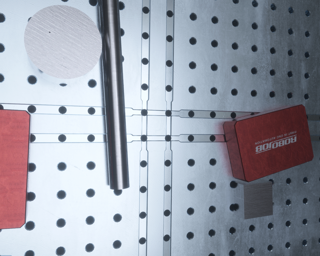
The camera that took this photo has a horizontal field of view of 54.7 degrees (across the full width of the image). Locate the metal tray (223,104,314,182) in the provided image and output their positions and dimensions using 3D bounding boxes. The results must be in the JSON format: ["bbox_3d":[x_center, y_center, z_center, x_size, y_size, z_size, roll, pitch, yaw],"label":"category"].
[{"bbox_3d":[0.167,0.020,0.471,0.131,0.030,0.089,-14,95,-20],"label":"metal tray"}]

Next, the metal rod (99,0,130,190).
[{"bbox_3d":[-0.059,-0.073,0.390,0.025,0.025,0.298,-4,91,-20],"label":"metal rod"}]

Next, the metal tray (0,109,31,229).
[{"bbox_3d":[-0.193,0.043,0.339,0.091,0.030,0.129,3,89,-20],"label":"metal tray"}]

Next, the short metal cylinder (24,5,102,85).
[{"bbox_3d":[-0.112,-0.093,0.358,0.081,0.050,0.080,0,90,-20],"label":"short metal cylinder"}]

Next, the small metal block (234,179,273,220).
[{"bbox_3d":[0.140,0.106,0.464,0.050,0.025,0.050,-2,91,-20],"label":"small metal block"}]
